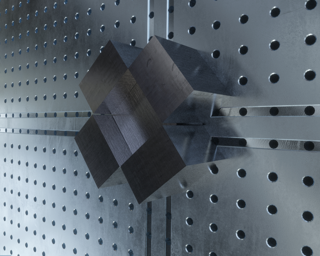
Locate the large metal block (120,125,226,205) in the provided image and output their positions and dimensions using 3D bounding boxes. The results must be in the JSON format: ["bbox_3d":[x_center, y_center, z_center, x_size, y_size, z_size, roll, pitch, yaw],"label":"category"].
[{"bbox_3d":[0.016,0.041,0.363,0.080,0.081,0.050,-45,63,31],"label":"large metal block"}]

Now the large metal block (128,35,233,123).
[{"bbox_3d":[0.024,-0.052,0.355,0.050,0.081,0.080,-46,63,30],"label":"large metal block"}]

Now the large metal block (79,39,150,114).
[{"bbox_3d":[-0.046,-0.063,0.413,0.080,0.081,0.050,-46,63,30],"label":"large metal block"}]

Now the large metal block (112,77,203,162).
[{"bbox_3d":[-0.006,-0.011,0.398,0.080,0.050,0.080,-47,61,32],"label":"large metal block"}]

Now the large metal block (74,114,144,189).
[{"bbox_3d":[-0.056,0.029,0.420,0.050,0.081,0.080,-46,63,30],"label":"large metal block"}]
